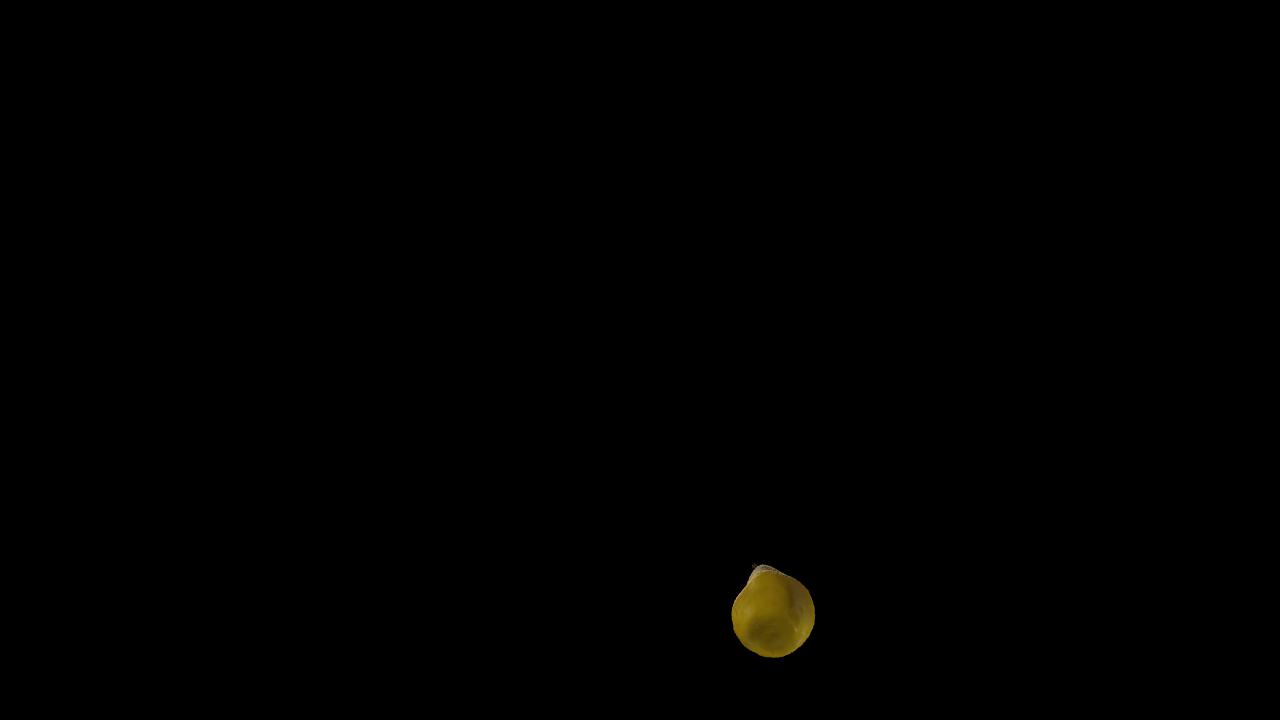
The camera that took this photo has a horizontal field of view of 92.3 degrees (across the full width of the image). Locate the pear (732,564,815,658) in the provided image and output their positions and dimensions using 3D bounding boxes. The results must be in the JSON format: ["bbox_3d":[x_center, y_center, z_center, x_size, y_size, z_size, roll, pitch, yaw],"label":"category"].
[{"bbox_3d":[0.130,0.233,0.606,0.080,0.080,0.111,0,23,11],"label":"pear"}]
